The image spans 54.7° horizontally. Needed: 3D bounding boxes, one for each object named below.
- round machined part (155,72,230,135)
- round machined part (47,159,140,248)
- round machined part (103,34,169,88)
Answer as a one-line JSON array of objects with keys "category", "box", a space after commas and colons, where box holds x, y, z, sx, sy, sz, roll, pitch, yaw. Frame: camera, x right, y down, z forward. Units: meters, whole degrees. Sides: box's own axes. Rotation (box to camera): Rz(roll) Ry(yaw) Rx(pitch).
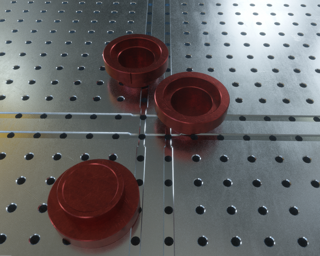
[{"category": "round machined part", "box": [0.042, -0.029, 0.422, 0.099, 0.042, 0.098, 0, 50, 0]}, {"category": "round machined part", "box": [-0.072, 0.073, 0.334, 0.099, 0.042, 0.098, 0, 50, 0]}, {"category": "round machined part", "box": [-0.036, -0.100, 0.480, 0.099, 0.042, 0.098, 0, 50, 0]}]
